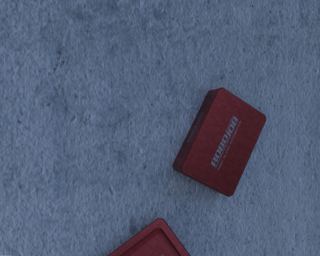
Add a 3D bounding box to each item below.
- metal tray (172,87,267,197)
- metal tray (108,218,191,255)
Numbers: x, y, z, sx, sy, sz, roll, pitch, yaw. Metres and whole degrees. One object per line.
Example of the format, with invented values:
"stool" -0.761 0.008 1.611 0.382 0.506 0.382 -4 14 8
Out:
"metal tray" 0.086 0.020 0.440 0.090 0.030 0.130 30 80 -18
"metal tray" -0.024 0.184 0.370 0.131 0.030 0.090 -34 66 -15
